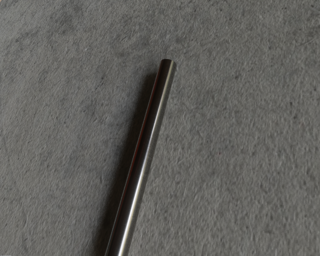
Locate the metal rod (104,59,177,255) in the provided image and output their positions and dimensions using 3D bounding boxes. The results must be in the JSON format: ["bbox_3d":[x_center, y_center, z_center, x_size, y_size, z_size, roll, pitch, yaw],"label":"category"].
[{"bbox_3d":[-0.022,0.039,0.390,0.025,0.025,0.300,0,62,28],"label":"metal rod"}]
